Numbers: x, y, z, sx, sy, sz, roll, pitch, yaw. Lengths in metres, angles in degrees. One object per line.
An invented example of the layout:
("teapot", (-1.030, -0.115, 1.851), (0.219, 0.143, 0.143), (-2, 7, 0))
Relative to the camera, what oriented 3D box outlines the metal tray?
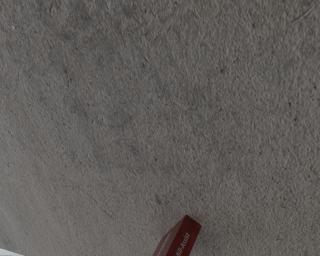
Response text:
("metal tray", (0.013, 0.198, 0.471), (0.030, 0.131, 0.089), (37, 129, 3))
